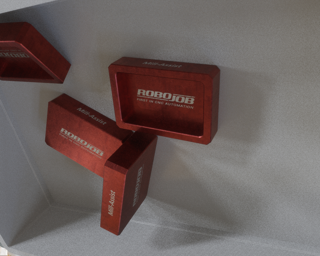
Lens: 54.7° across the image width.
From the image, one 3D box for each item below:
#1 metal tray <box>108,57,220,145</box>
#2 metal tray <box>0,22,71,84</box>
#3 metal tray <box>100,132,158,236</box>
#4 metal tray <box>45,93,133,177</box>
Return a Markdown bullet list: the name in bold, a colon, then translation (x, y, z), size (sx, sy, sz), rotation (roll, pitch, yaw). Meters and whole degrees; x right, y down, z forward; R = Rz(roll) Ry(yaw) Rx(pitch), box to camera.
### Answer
- **metal tray**: translation (0.005, -0.035, 0.381), size (0.130, 0.030, 0.089), rotation (10, 123, 22)
- **metal tray**: translation (-0.200, -0.099, 0.419), size (0.130, 0.030, 0.090), rotation (6, 158, 25)
- **metal tray**: translation (-0.044, 0.076, 0.436), size (0.030, 0.090, 0.129), rotation (22, 127, 15)
- **metal tray**: translation (-0.111, 0.016, 0.474), size (0.130, 0.030, 0.089), rotation (29, 128, 10)
